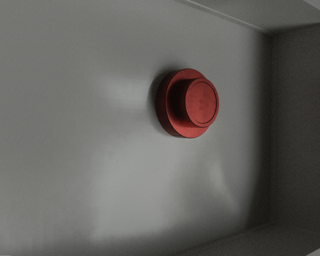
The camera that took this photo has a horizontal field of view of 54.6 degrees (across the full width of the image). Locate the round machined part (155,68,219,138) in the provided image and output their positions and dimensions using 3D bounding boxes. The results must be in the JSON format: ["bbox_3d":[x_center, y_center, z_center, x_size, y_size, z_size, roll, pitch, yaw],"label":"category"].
[{"bbox_3d":[0.045,-0.034,0.432,0.099,0.042,0.097,0,90,-40],"label":"round machined part"}]
